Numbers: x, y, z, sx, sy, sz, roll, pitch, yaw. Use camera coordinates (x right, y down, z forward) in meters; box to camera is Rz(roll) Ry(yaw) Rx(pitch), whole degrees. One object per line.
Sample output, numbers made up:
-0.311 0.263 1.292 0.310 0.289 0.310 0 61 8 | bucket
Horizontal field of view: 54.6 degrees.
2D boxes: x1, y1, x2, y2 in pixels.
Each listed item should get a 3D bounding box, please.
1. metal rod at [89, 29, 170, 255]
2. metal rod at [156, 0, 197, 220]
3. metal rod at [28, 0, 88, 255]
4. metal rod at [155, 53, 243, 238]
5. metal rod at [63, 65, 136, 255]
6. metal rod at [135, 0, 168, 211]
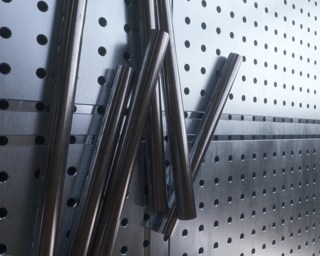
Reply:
-0.038 0.031 0.359 0.025 0.025 0.299 19 83 -38 | metal rod
0.017 -0.032 0.405 0.025 0.025 0.298 -6 89 -40 | metal rod
-0.105 -0.001 0.320 0.025 0.025 0.299 10 84 -40 | metal rod
0.065 0.013 0.461 0.025 0.025 0.300 38 67 -33 | metal rod
-0.075 0.072 0.345 0.025 0.025 0.299 22 76 -38 | metal rod
-0.011 -0.043 0.398 0.025 0.025 0.298 -7 94 -40 | metal rod
